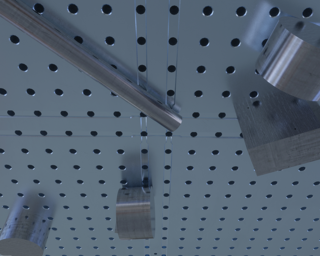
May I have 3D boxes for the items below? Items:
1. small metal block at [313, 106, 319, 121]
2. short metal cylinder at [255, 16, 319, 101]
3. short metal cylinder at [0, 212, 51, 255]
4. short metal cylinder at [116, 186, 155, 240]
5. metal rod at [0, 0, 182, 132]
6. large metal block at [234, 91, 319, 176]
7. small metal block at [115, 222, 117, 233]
[{"bbox_3d":[0.212,0.005,0.418,0.050,0.025,0.050,32,123,-25],"label":"small metal block"},{"bbox_3d":[0.146,-0.072,0.316,0.081,0.080,0.050,13,129,-11],"label":"short metal cylinder"},{"bbox_3d":[-0.246,0.198,0.561,0.081,0.050,0.079,0,130,0],"label":"short metal cylinder"},{"bbox_3d":[-0.036,0.134,0.489,0.050,0.080,0.080,-4,130,3],"label":"short metal cylinder"},{"bbox_3d":[-0.092,-0.081,0.341,0.301,0.025,0.025,34,122,-26],"label":"metal rod"},{"bbox_3d":[0.144,0.003,0.379,0.080,0.080,0.050,-19,128,15],"label":"large metal block"},{"bbox_3d":[-0.048,0.169,0.555,0.050,0.025,0.050,17,128,-14],"label":"small metal block"}]
